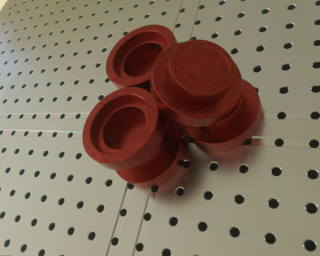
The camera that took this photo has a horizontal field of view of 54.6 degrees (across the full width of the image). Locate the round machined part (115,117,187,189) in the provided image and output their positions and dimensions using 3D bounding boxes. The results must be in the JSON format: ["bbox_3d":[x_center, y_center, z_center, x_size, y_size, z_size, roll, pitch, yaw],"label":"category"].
[{"bbox_3d":[-0.019,0.024,0.395,0.098,0.042,0.098,-13,56,21],"label":"round machined part"}]

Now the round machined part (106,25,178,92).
[{"bbox_3d":[-0.018,-0.083,0.404,0.098,0.042,0.098,-13,56,21],"label":"round machined part"}]

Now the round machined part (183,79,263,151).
[{"bbox_3d":[0.071,-0.024,0.376,0.098,0.042,0.098,-13,56,21],"label":"round machined part"}]

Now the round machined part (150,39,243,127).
[{"bbox_3d":[0.040,-0.054,0.328,0.099,0.042,0.098,3,65,-6],"label":"round machined part"}]

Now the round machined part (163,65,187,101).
[{"bbox_3d":[0.002,-0.063,0.437,0.098,0.042,0.098,-13,56,21],"label":"round machined part"}]

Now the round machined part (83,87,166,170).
[{"bbox_3d":[-0.037,0.004,0.361,0.098,0.042,0.098,-13,56,21],"label":"round machined part"}]
